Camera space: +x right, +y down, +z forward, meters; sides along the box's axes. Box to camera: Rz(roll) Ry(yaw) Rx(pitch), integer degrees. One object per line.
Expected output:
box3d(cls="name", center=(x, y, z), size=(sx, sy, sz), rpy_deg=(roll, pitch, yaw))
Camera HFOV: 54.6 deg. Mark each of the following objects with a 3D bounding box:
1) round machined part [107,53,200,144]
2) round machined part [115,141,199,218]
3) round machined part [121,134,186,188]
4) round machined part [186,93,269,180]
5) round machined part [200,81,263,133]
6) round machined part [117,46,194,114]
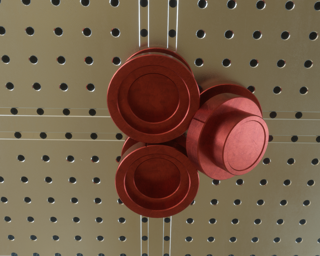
box3d(cls="round machined part", center=(-0.007, -0.035, 0.346), size=(0.099, 0.042, 0.097), rpy_deg=(0, 110, 0))
box3d(cls="round machined part", center=(-0.003, 0.057, 0.380), size=(0.099, 0.042, 0.097), rpy_deg=(0, 110, 0))
box3d(cls="round machined part", center=(-0.004, 0.042, 0.420), size=(0.099, 0.042, 0.097), rpy_deg=(0, 110, 0))
box3d(cls="round machined part", center=(0.081, 0.013, 0.342), size=(0.099, 0.042, 0.097), rpy_deg=(-12, 113, -30))
box3d(cls="round machined part", center=(0.084, -0.009, 0.402), size=(0.099, 0.042, 0.097), rpy_deg=(0, 110, 0))
box3d(cls="round machined part", center=(-0.005, -0.050, 0.387), size=(0.099, 0.042, 0.097), rpy_deg=(0, 110, 0))
